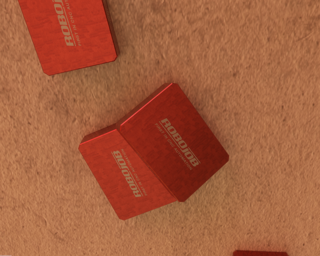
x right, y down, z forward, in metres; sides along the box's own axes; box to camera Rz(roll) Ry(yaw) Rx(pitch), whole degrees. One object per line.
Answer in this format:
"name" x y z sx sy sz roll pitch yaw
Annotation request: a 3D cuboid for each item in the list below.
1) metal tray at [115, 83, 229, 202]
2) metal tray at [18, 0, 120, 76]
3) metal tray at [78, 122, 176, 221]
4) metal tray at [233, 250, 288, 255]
"metal tray" 0.018 0.019 0.397 0.090 0.030 0.130 -41 107 -10
"metal tray" -0.107 -0.134 0.356 0.090 0.030 0.129 -12 110 4
"metal tray" -0.040 0.056 0.427 0.090 0.030 0.129 -23 109 7
"metal tray" 0.159 0.263 0.506 0.091 0.030 0.129 3 110 -2
